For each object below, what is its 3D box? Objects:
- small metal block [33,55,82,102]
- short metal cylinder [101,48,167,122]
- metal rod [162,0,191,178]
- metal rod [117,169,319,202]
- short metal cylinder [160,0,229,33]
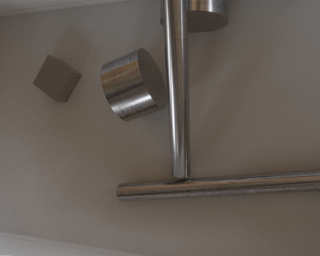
[{"bbox_3d":[-0.153,-0.073,0.463,0.050,0.025,0.050,36,101,16],"label":"small metal block"},{"bbox_3d":[-0.031,-0.054,0.391,0.050,0.080,0.080,-19,84,19],"label":"short metal cylinder"},{"bbox_3d":[0.018,-0.074,0.334,0.025,0.025,0.298,7,119,19],"label":"metal rod"},{"bbox_3d":[0.087,0.071,0.379,0.301,0.025,0.025,-7,88,19],"label":"metal rod"},{"bbox_3d":[0.041,-0.150,0.366,0.080,0.080,0.050,2,91,19],"label":"short metal cylinder"}]
